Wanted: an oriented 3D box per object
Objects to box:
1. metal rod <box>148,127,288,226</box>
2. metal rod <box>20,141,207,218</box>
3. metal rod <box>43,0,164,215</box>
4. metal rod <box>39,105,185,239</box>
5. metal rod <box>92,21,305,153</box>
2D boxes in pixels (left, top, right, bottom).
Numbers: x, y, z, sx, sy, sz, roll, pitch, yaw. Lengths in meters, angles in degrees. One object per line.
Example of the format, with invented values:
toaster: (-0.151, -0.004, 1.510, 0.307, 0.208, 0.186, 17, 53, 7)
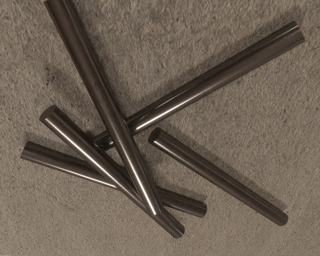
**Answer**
metal rod: (0.104, 0.086, 0.481, 0.301, 0.025, 0.025, 34, 122, -26)
metal rod: (-0.058, 0.086, 0.479, 0.302, 0.025, 0.025, 23, 126, -19)
metal rod: (-0.054, -0.005, 0.373, 0.025, 0.025, 0.299, -15, 120, 11)
metal rod: (-0.049, 0.078, 0.438, 0.025, 0.025, 0.300, -26, 126, 20)
metal rod: (0.023, -0.035, 0.378, 0.300, 0.025, 0.025, -28, 125, 21)
